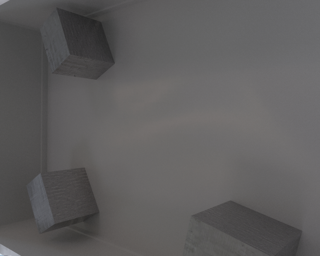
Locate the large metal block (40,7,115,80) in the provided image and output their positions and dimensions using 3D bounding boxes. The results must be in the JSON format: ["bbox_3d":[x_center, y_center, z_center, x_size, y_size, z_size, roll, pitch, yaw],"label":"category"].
[{"bbox_3d":[-0.126,-0.126,0.476,0.050,0.081,0.080,-31,71,36],"label":"large metal block"}]

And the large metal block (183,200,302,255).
[{"bbox_3d":[0.081,0.117,0.304,0.080,0.081,0.050,17,101,38],"label":"large metal block"}]

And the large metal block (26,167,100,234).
[{"bbox_3d":[-0.156,0.115,0.501,0.050,0.081,0.080,-37,68,34],"label":"large metal block"}]
